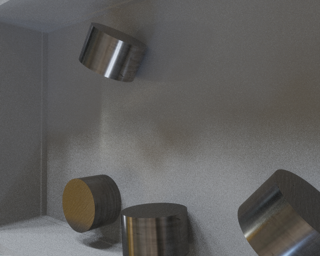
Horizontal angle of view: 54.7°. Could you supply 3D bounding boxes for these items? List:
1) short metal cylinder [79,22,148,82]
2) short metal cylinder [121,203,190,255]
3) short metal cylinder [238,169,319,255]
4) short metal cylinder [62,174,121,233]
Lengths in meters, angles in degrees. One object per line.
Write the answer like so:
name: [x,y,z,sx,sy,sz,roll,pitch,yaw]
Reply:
short metal cylinder: [-0.064,-0.103,0.424,0.080,0.081,0.050,39,114,33]
short metal cylinder: [-0.006,0.124,0.376,0.080,0.081,0.050,-5,87,40]
short metal cylinder: [0.117,0.083,0.274,0.080,0.081,0.050,50,120,28]
short metal cylinder: [-0.106,0.115,0.478,0.080,0.050,0.080,0,90,40]
